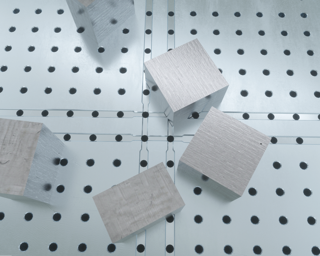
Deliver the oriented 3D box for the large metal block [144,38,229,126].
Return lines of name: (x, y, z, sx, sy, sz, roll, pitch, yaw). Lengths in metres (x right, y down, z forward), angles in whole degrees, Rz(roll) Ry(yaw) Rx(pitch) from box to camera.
large metal block: (0.033, -0.062, 0.421, 0.080, 0.050, 0.080, -27, 72, -9)

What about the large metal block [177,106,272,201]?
large metal block: (0.078, 0.033, 0.387, 0.080, 0.050, 0.080, 30, 73, 10)

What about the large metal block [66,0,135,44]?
large metal block: (-0.085, -0.184, 0.450, 0.050, 0.080, 0.080, 41, 75, 13)

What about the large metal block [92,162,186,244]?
large metal block: (-0.021, 0.087, 0.351, 0.080, 0.080, 0.050, -26, 72, -9)

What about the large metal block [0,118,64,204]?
large metal block: (-0.159, 0.042, 0.366, 0.050, 0.080, 0.080, 7, 70, 2)
